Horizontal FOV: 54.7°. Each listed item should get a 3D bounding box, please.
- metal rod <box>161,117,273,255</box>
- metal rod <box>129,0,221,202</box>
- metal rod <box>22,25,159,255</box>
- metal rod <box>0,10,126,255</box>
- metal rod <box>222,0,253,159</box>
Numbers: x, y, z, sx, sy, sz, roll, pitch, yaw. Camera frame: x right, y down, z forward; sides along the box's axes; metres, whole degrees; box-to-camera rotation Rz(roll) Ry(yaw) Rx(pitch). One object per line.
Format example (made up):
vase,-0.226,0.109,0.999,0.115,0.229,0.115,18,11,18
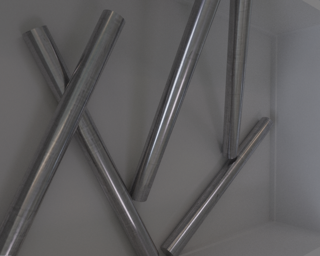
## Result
metal rod,0.104,0.079,0.493,0.301,0.025,0.025,-44,117,-31
metal rod,0.020,-0.050,0.346,0.025,0.025,0.298,6,111,-40
metal rod,-0.068,0.035,0.349,0.025,0.025,0.299,-36,112,-34
metal rod,-0.104,0.023,0.295,0.025,0.025,0.299,29,79,-36
metal rod,0.101,-0.074,0.411,0.025,0.025,0.298,-38,139,-33
